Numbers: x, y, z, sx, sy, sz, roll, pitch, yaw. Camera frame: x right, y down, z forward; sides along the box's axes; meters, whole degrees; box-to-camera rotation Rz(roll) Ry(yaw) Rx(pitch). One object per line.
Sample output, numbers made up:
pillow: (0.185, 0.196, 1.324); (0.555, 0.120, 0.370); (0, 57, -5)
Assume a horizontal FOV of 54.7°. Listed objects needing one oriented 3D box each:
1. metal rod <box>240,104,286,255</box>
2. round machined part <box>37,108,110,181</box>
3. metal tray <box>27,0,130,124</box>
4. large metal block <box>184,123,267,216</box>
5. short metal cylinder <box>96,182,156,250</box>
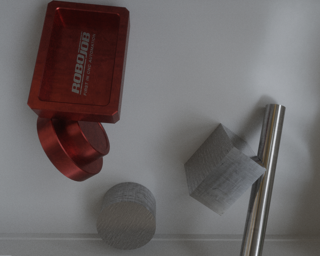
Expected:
metal rod: (0.119, 0.116, 0.381); (0.025, 0.025, 0.299); (14, 80, -6)
round machined part: (-0.097, 0.011, 0.375); (0.042, 0.098, 0.098); (-29, 108, 11)
metal tray: (-0.084, -0.074, 0.342); (0.091, 0.030, 0.129); (5, 73, -3)
large metal block: (0.079, 0.051, 0.402); (0.050, 0.080, 0.080); (35, 106, -12)
short metal cylinder: (-0.046, 0.125, 0.444); (0.081, 0.050, 0.079); (0, 110, -1)
